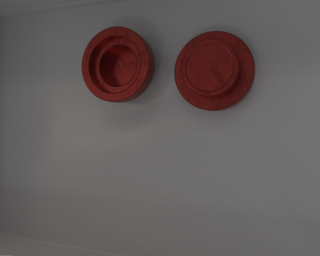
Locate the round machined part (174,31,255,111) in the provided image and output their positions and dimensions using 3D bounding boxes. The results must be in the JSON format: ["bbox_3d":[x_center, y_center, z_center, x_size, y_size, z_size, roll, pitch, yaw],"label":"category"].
[{"bbox_3d":[0.064,-0.070,0.379,0.098,0.042,0.097,0,90,20],"label":"round machined part"}]

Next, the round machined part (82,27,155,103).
[{"bbox_3d":[-0.053,-0.083,0.420,0.098,0.042,0.097,0,90,20],"label":"round machined part"}]
